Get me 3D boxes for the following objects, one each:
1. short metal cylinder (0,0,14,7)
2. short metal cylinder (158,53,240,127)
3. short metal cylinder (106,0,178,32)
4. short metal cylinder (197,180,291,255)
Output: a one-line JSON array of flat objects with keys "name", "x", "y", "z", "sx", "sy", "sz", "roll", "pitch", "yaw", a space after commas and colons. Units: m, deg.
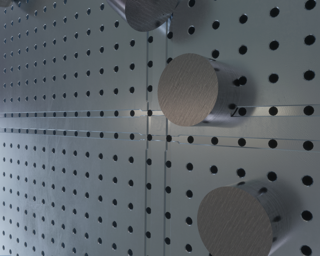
[{"name": "short metal cylinder", "x": -0.345, "y": -0.306, "z": 0.658, "sx": 0.050, "sy": 0.081, "sz": 0.080, "roll": -37, "pitch": 67, "yaw": 34}, {"name": "short metal cylinder", "x": 0.044, "y": -0.041, "z": 0.357, "sx": 0.080, "sy": 0.050, "sz": 0.079, "roll": 0, "pitch": 90, "yaw": 40}, {"name": "short metal cylinder", "x": -0.023, "y": -0.171, "z": 0.392, "sx": 0.050, "sy": 0.081, "sz": 0.080, "roll": 50, "pitch": 119, "yaw": 28}, {"name": "short metal cylinder", "x": 0.086, "y": 0.097, "z": 0.322, "sx": 0.080, "sy": 0.050, "sz": 0.079, "roll": 0, "pitch": 90, "yaw": 40}]
